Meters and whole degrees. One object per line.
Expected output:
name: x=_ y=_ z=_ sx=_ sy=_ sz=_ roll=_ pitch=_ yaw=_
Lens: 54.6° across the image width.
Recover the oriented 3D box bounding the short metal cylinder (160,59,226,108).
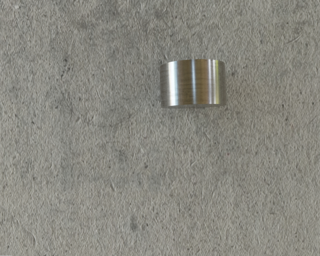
short metal cylinder: x=0.040 y=-0.051 z=0.383 sx=0.080 sy=0.080 sz=0.050 roll=-2 pitch=90 yaw=0
